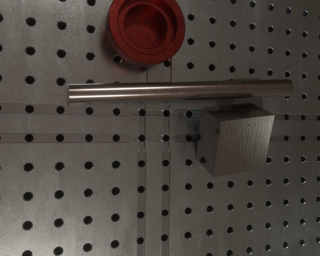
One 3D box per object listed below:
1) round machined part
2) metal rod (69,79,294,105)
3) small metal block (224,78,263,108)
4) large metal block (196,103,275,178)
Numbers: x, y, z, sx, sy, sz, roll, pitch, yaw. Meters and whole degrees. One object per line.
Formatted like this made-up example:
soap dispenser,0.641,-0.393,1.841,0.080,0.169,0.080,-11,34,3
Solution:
round machined part,-0.021,-0.127,0.397,0.099,0.042,0.097,0,90,-21
metal rod,0.038,-0.049,0.409,0.302,0.025,0.025,-3,91,-14
small metal block,0.123,-0.047,0.460,0.050,0.025,0.050,-4,92,-21
large metal block,0.101,0.014,0.424,0.081,0.050,0.079,-7,115,-20
